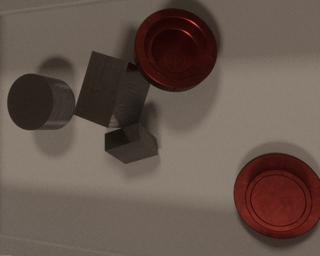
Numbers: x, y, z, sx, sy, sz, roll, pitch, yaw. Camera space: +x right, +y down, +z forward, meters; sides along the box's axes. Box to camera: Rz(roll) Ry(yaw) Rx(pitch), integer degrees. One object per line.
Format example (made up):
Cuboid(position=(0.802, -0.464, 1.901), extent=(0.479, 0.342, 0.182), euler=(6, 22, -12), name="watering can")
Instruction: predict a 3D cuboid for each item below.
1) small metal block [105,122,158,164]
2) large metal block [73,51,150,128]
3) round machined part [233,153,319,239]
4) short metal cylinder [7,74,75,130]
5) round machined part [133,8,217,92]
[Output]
Cuboid(position=(-0.037, 0.022, 0.406), extent=(0.050, 0.050, 0.025), euler=(-18, 57, 19), name="small metal block")
Cuboid(position=(-0.056, -0.046, 0.400), extent=(0.050, 0.080, 0.080), euler=(20, 97, 18), name="large metal block")
Cuboid(position=(0.134, 0.078, 0.354), extent=(0.098, 0.042, 0.097), euler=(0, 90, 19), name="round machined part")
Cuboid(position=(-0.174, -0.037, 0.457), extent=(0.080, 0.050, 0.079), euler=(0, 90, 19), name="short metal cylinder")
Cuboid(position=(0.016, -0.091, 0.380), extent=(0.099, 0.042, 0.097), euler=(2, 82, -10), name="round machined part")
